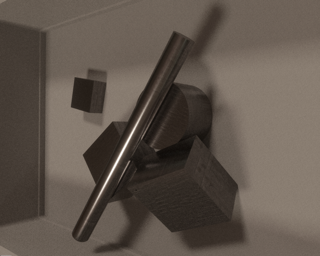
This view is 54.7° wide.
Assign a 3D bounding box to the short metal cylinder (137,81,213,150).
[{"bbox_3d":[0.016,-0.015,0.376,0.080,0.050,0.079,0,90,39],"label":"short metal cylinder"}]

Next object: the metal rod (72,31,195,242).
[{"bbox_3d":[-0.042,0.027,0.374,0.025,0.025,0.298,43,116,31],"label":"metal rod"}]

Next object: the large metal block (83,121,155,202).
[{"bbox_3d":[-0.052,0.047,0.432,0.080,0.050,0.080,-44,64,31],"label":"large metal block"}]

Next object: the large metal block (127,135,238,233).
[{"bbox_3d":[0.026,0.064,0.342,0.080,0.050,0.080,-26,114,37],"label":"large metal block"}]

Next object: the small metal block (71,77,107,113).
[{"bbox_3d":[-0.116,-0.053,0.499,0.050,0.025,0.050,16,100,38],"label":"small metal block"}]
